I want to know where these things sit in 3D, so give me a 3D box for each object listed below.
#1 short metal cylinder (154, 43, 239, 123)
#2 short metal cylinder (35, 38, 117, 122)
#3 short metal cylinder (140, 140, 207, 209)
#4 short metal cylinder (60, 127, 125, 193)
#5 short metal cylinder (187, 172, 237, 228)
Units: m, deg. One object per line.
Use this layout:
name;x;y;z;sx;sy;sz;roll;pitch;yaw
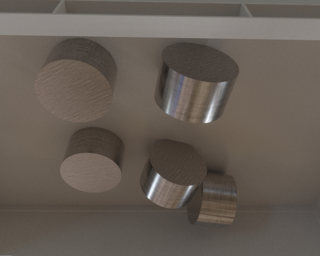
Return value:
short metal cylinder;0.037;-0.050;0.331;0.081;0.080;0.050;7;130;-7
short metal cylinder;-0.091;-0.053;0.346;0.081;0.050;0.079;0;130;0
short metal cylinder;0.017;0.063;0.427;0.081;0.080;0.050;13;129;-11
short metal cylinder;-0.092;0.045;0.430;0.081;0.050;0.079;0;130;0
short metal cylinder;0.076;0.107;0.465;0.050;0.080;0.079;9;130;-8
